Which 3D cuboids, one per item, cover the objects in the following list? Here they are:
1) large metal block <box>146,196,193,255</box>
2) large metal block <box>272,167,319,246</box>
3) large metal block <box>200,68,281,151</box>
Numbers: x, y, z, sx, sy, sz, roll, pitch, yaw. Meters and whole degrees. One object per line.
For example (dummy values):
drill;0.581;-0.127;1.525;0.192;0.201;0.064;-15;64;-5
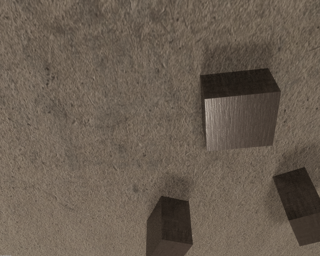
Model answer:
large metal block;0.013;0.175;0.520;0.050;0.080;0.079;15;129;-13
large metal block;0.220;0.122;0.478;0.050;0.080;0.080;-22;127;17
large metal block;0.093;-0.021;0.375;0.080;0.050;0.080;-6;130;4
